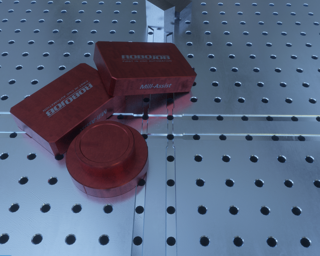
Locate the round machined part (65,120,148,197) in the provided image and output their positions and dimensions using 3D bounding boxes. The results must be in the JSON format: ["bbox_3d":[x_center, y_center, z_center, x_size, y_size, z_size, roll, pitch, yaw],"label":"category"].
[{"bbox_3d":[-0.064,0.029,0.371,0.099,0.042,0.098,0,50,0],"label":"round machined part"}]

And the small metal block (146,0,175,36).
[{"bbox_3d":[0.000,-0.204,0.563,0.025,0.050,0.050,-33,58,-24],"label":"small metal block"}]

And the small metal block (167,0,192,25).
[{"bbox_3d":[0.028,-0.231,0.602,0.050,0.025,0.050,25,54,19],"label":"small metal block"}]

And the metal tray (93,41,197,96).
[{"bbox_3d":[-0.023,-0.090,0.457,0.131,0.030,0.090,-7,48,-27],"label":"metal tray"}]

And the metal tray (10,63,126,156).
[{"bbox_3d":[-0.123,-0.031,0.430,0.090,0.030,0.131,32,57,24],"label":"metal tray"}]
